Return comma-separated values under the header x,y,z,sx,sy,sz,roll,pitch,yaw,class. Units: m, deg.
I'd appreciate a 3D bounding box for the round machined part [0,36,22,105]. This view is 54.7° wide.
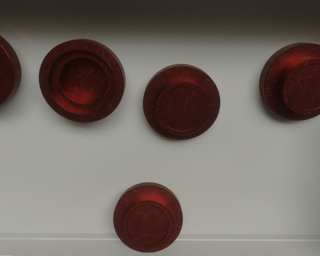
x,y,z,sx,sy,sz,roll,pitch,yaw,class
-0.216,-0.072,0.372,0.099,0.042,0.097,0,110,-1,round machined part

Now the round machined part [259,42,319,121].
x,y,z,sx,sy,sz,roll,pitch,yaw,class
0.179,-0.055,0.385,0.099,0.042,0.097,0,110,-1,round machined part

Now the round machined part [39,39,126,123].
x,y,z,sx,sy,sz,roll,pitch,yaw,class
-0.091,-0.059,0.379,0.099,0.042,0.097,0,110,-1,round machined part

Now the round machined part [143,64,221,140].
x,y,z,sx,sy,sz,roll,pitch,yaw,class
0.028,-0.029,0.392,0.099,0.042,0.097,0,110,-1,round machined part

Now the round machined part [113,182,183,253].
x,y,z,sx,sy,sz,roll,pitch,yaw,class
-0.017,0.130,0.436,0.099,0.042,0.097,0,94,-1,round machined part
